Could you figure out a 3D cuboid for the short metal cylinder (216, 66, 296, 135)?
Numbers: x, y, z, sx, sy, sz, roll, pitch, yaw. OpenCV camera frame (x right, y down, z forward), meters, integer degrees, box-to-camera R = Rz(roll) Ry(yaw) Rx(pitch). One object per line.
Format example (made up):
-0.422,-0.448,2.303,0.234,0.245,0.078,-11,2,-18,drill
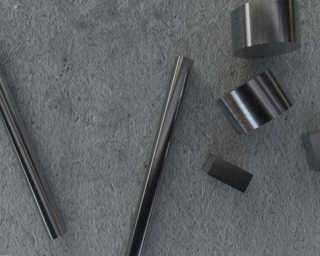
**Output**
0.117,-0.034,0.383,0.080,0.080,0.050,-32,90,0,short metal cylinder

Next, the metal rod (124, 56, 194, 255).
-0.005,0.054,0.409,0.025,0.025,0.298,15,90,0,metal rod

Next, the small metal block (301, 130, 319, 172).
0.223,0.027,0.412,0.050,0.025,0.050,-15,90,0,small metal block

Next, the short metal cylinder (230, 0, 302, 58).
0.130,-0.120,0.383,0.081,0.080,0.050,-3,90,0,short metal cylinder

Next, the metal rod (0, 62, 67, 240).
-0.189,0.003,0.408,0.025,0.025,0.299,-22,90,0,metal rod

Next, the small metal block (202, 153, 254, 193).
0.085,0.056,0.398,0.050,0.050,0.025,27,90,0,small metal block
